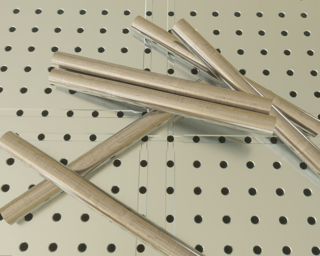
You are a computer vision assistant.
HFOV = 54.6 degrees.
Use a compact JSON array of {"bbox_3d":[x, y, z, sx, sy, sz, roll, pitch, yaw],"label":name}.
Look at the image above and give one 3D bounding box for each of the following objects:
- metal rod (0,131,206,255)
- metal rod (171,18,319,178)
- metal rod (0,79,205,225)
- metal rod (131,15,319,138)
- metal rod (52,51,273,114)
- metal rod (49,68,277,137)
[{"bbox_3d":[-0.056,0.093,0.359,0.301,0.025,0.025,32,73,3],"label":"metal rod"},{"bbox_3d":[0.127,-0.033,0.406,0.025,0.025,0.300,-42,82,-14],"label":"metal rod"},{"bbox_3d":[-0.061,0.024,0.402,0.301,0.025,0.025,-34,74,-12],"label":"metal rod"},{"bbox_3d":[0.087,-0.078,0.440,0.300,0.025,0.025,33,73,11],"label":"metal rod"},{"bbox_3d":[-0.007,-0.061,0.412,0.301,0.025,0.025,15,71,13],"label":"metal rod"},{"bbox_3d":[-0.008,-0.037,0.400,0.301,0.025,0.025,14,70,15],"label":"metal rod"}]
